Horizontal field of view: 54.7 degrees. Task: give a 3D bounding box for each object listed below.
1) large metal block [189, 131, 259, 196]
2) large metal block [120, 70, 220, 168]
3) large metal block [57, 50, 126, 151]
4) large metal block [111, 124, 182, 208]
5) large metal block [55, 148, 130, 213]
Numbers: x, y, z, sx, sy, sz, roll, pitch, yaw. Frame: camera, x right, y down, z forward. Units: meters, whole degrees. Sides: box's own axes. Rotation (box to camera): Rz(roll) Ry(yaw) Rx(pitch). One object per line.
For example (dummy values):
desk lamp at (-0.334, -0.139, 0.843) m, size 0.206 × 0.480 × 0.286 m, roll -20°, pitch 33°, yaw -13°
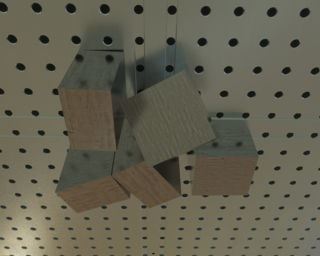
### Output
large metal block at (0.086, 0.051, 0.440) m, size 0.081 × 0.050 × 0.079 m, roll 0°, pitch 130°, yaw -1°
large metal block at (0.013, -0.008, 0.357) m, size 0.080 × 0.050 × 0.080 m, roll -26°, pitch 82°, yaw 13°
large metal block at (-0.070, -0.031, 0.346) m, size 0.050 × 0.080 × 0.079 m, roll 3°, pitch 130°, yaw 2°
large metal block at (-0.015, 0.046, 0.415) m, size 0.050 × 0.080 × 0.080 m, roll -26°, pitch 126°, yaw 20°
large metal block at (-0.086, 0.061, 0.426) m, size 0.080 × 0.080 × 0.050 m, roll -18°, pitch 128°, yaw 14°
